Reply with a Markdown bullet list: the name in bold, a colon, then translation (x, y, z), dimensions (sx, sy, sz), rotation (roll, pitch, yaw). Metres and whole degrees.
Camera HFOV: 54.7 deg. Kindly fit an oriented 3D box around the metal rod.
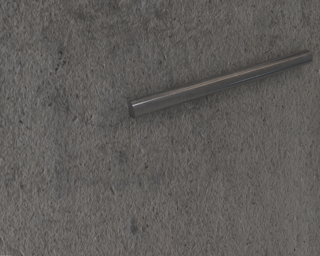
- **metal rod**: translation (0.099, -0.069, 0.445), dimensions (0.302, 0.025, 0.025), rotation (-18, 97, -19)
